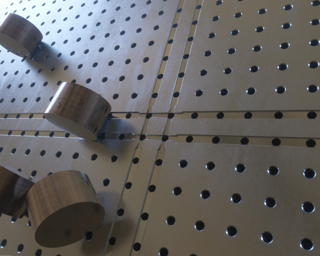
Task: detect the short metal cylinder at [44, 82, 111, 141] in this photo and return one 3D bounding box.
[{"bbox_3d":[-0.117,-0.022,0.446,0.080,0.080,0.050,10,67,32],"label":"short metal cylinder"}]

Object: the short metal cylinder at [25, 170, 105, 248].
[{"bbox_3d":[-0.113,0.097,0.371,0.080,0.080,0.050,-39,51,1],"label":"short metal cylinder"}]

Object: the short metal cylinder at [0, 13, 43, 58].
[{"bbox_3d":[-0.292,-0.189,0.639,0.080,0.080,0.050,11,68,32],"label":"short metal cylinder"}]

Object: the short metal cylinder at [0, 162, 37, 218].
[{"bbox_3d":[-0.213,0.084,0.431,0.080,0.080,0.050,18,71,34],"label":"short metal cylinder"}]
